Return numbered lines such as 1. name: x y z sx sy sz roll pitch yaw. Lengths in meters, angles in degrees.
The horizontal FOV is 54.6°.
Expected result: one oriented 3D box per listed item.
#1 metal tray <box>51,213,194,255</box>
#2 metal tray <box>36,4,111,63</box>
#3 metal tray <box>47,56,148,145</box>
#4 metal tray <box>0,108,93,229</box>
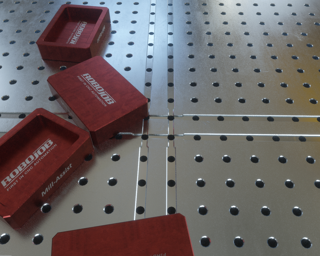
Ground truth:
1. metal tray: -0.032 0.137 0.290 0.131 0.030 0.090 -7 50 -6
2. metal tray: -0.147 -0.169 0.546 0.090 0.030 0.130 7 50 5
3. metal tray: -0.089 -0.045 0.442 0.091 0.030 0.130 -31 57 -24
4. metal tray: -0.156 0.040 0.369 0.090 0.030 0.130 26 55 20
